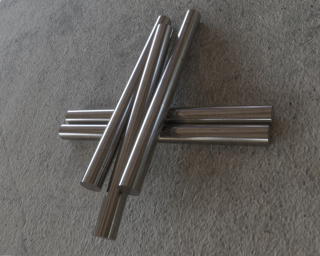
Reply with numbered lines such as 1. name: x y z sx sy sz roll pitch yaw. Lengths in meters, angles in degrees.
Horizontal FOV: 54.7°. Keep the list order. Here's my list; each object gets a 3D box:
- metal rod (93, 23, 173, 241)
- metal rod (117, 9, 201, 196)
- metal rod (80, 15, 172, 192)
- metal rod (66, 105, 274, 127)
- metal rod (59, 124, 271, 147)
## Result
1. metal rod: -0.026 -0.014 0.393 0.025 0.025 0.300 0 61 28
2. metal rod: 0.009 -0.054 0.405 0.025 0.025 0.300 1 54 28
3. metal rod: -0.036 -0.054 0.429 0.025 0.025 0.300 1 54 28
4. metal rod: -0.006 -0.015 0.418 0.300 0.025 0.025 0 62 28
5. metal rod: -0.013 0.007 0.408 0.300 0.025 0.025 0 62 28
